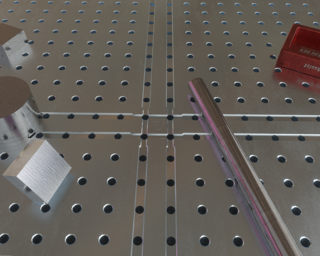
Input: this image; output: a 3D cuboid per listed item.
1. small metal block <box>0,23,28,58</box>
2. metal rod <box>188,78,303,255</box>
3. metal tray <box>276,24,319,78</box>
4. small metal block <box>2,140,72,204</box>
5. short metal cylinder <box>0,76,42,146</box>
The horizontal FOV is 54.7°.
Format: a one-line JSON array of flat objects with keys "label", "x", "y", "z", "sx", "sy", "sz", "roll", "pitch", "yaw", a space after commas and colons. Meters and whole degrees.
[{"label": "small metal block", "x": -0.268, "y": -0.152, "z": 0.533, "sx": 0.050, "sy": 0.025, "sz": 0.050, "roll": 21, "pitch": 53, "yaw": 16}, {"label": "metal rod", "x": 0.095, "y": 0.045, "z": 0.370, "sx": 0.025, "sy": 0.025, "sz": 0.300, "roll": -12, "pitch": 51, "yaw": -10}, {"label": "metal tray", "x": 0.270, "y": -0.121, "z": 0.507, "sx": 0.130, "sy": 0.030, "sz": 0.090, "roll": 22, "pitch": 53, "yaw": 17}, {"label": "small metal block", "x": -0.135, "y": 0.048, "z": 0.346, "sx": 0.025, "sy": 0.050, "sz": 0.050, "roll": -2, "pitch": 45, "yaw": 32}, {"label": "short metal cylinder", "x": -0.206, "y": -0.023, "z": 0.409, "sx": 0.081, "sy": 0.050, "sz": 0.080, "roll": 0, "pitch": 50, "yaw": 0}]
